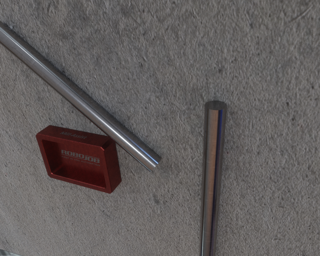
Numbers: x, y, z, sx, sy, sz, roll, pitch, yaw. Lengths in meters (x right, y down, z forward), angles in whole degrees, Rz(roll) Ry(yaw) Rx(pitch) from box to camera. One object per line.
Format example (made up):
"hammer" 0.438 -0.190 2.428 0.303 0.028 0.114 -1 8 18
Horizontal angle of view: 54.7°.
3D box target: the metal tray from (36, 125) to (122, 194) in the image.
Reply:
"metal tray" -0.131 0.050 0.500 0.130 0.030 0.089 9 123 22

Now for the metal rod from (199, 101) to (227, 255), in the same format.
"metal rod" 0.070 0.102 0.431 0.025 0.025 0.298 11 123 22

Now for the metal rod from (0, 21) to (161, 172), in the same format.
"metal rod" -0.120 -0.045 0.440 0.300 0.025 0.025 41 129 0
